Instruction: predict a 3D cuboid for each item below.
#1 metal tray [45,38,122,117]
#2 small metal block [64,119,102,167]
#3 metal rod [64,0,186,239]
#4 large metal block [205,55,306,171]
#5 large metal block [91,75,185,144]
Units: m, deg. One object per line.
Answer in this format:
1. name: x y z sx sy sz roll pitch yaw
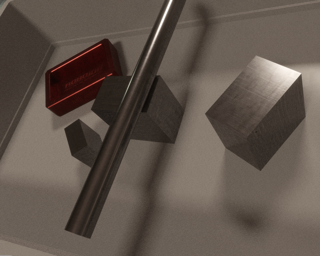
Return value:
1. metal tray: -0.130 -0.085 0.520 0.130 0.030 0.090 -25 53 12
2. small metal block: -0.101 0.023 0.427 0.025 0.050 0.050 -34 52 6
3. metal rod: -0.027 -0.034 0.336 0.025 0.025 0.300 7 65 31
4. large metal block: 0.103 -0.013 0.324 0.080 0.080 0.050 -48 52 -6
5. large metal block: -0.025 -0.023 0.396 0.080 0.080 0.050 5 64 30
